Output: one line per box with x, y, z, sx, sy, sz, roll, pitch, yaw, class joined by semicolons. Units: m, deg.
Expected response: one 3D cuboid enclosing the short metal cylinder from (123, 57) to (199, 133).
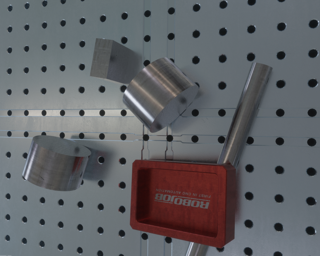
0.001;-0.040;0.383;0.050;0.080;0.080;47;104;14;short metal cylinder

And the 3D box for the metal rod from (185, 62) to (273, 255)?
0.076;0.067;0.385;0.025;0.025;0.298;20;97;19;metal rod

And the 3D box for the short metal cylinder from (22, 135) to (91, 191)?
-0.143;0.048;0.434;0.080;0.080;0.050;22;97;18;short metal cylinder

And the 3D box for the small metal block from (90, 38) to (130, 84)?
-0.067;-0.090;0.423;0.025;0.050;0.050;12;94;19;small metal block

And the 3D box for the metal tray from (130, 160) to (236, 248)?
0.025;0.087;0.382;0.130;0.030;0.089;0;86;33;metal tray
